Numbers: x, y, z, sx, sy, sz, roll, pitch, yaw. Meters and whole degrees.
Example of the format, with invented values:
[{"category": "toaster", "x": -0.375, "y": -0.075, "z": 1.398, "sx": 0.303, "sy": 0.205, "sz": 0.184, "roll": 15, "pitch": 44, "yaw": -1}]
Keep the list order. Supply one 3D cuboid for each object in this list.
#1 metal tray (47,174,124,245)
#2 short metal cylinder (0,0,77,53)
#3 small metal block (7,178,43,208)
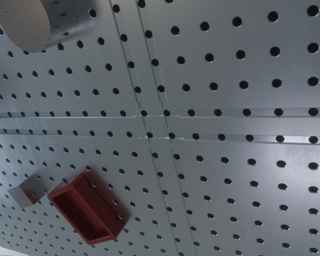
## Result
[{"category": "metal tray", "x": -0.139, "y": 0.155, "z": 0.577, "sx": 0.090, "sy": 0.030, "sz": 0.130, "roll": -28, "pitch": 103, "yaw": 37}, {"category": "short metal cylinder", "x": -0.153, "y": -0.141, "z": 0.389, "sx": 0.080, "sy": 0.050, "sz": 0.079, "roll": 13, "pitch": 124, "yaw": 21}, {"category": "small metal block", "x": -0.282, "y": 0.136, "z": 0.645, "sx": 0.050, "sy": 0.025, "sz": 0.050, "roll": -22, "pitch": 107, "yaw": 36}]
